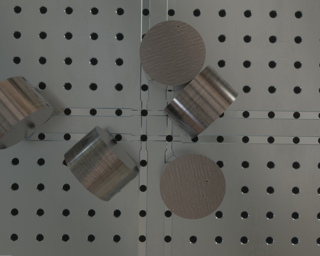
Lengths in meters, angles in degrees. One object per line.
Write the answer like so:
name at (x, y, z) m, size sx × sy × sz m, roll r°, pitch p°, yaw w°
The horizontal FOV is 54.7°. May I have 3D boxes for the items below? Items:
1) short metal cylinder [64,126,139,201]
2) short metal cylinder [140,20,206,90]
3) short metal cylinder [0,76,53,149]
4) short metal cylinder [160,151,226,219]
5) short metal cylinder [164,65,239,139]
short metal cylinder at (-0.071, 0.044, 0.385) m, size 0.050 × 0.080 × 0.080 m, roll -42°, pitch 90°, yaw 0°
short metal cylinder at (0.015, -0.091, 0.401) m, size 0.081 × 0.050 × 0.079 m, roll 0°, pitch 90°, yaw 0°
short metal cylinder at (-0.182, -0.019, 0.384) m, size 0.080 × 0.080 × 0.050 m, roll -42°, pitch 90°, yaw 0°
short metal cylinder at (0.040, 0.071, 0.401) m, size 0.081 × 0.050 × 0.079 m, roll 0°, pitch 90°, yaw 0°
short metal cylinder at (0.050, -0.032, 0.386) m, size 0.080 × 0.080 × 0.050 m, roll -45°, pitch 90°, yaw 0°
